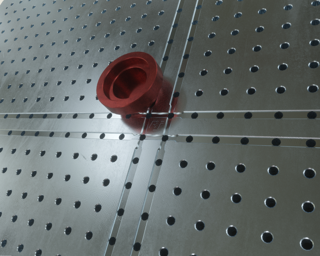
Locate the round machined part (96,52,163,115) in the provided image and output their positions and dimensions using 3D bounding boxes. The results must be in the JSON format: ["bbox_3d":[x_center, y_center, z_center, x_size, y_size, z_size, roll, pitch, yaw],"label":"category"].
[{"bbox_3d":[-0.040,-0.061,0.454,0.098,0.042,0.098,-13,56,20],"label":"round machined part"}]
